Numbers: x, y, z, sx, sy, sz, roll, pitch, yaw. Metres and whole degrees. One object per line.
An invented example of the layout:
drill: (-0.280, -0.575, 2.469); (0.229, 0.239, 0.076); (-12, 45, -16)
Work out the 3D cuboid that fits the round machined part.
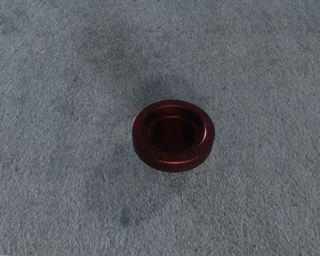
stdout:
round machined part: (0.015, 0.014, 0.382); (0.099, 0.042, 0.098); (0, 50, 0)
